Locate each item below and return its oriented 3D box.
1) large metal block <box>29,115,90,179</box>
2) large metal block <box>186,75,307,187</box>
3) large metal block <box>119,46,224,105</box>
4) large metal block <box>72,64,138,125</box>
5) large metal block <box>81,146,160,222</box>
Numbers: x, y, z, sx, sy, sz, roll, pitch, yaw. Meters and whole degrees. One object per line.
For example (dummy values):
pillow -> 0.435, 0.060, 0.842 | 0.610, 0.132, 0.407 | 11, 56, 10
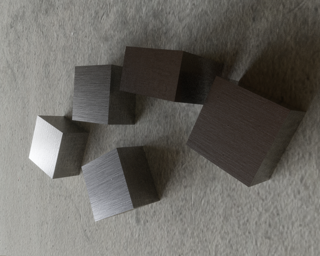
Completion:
large metal block -> -0.174, 0.030, 0.529 | 0.080, 0.050, 0.079 | 27, 107, 36
large metal block -> 0.085, 0.001, 0.317 | 0.080, 0.050, 0.079 | 34, 111, 34
large metal block -> 0.014, -0.059, 0.356 | 0.080, 0.081, 0.050 | 16, 100, 38
large metal block -> -0.081, -0.048, 0.453 | 0.080, 0.050, 0.079 | 7, 94, 39
large metal block -> -0.057, 0.077, 0.433 | 0.080, 0.050, 0.080 | -28, 73, 36
